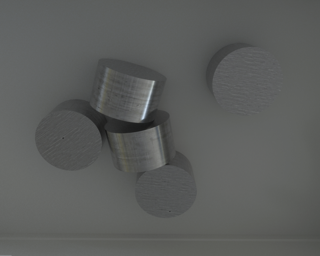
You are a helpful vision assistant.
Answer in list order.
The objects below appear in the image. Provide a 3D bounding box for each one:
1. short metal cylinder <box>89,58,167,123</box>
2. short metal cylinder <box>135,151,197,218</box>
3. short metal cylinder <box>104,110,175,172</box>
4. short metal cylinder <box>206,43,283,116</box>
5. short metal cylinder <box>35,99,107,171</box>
[{"bbox_3d":[-0.038,-0.045,0.365,0.080,0.080,0.050,15,109,-6],"label":"short metal cylinder"},{"bbox_3d":[0.008,0.075,0.426,0.081,0.050,0.079,0,110,-1],"label":"short metal cylinder"},{"bbox_3d":[-0.024,0.014,0.387,0.080,0.080,0.050,-9,110,3],"label":"short metal cylinder"},{"bbox_3d":[0.100,-0.060,0.377,0.081,0.050,0.079,0,110,-1],"label":"short metal cylinder"},{"bbox_3d":[-0.111,0.008,0.399,0.081,0.050,0.079,0,110,-1],"label":"short metal cylinder"}]
